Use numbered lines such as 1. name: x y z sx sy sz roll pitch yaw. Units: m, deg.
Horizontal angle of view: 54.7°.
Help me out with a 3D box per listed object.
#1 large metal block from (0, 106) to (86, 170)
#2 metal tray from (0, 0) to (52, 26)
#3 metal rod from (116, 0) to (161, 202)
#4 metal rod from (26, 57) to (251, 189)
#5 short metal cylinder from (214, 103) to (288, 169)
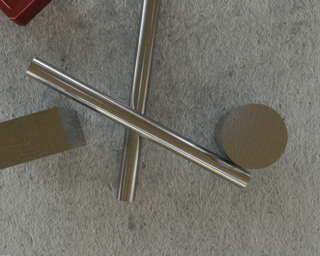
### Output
1. large metal block: -0.145 0.011 0.381 0.080 0.080 0.050 -16 90 0
2. metal tray: -0.199 -0.212 0.404 0.090 0.030 0.130 -44 91 0
3. metal rod: -0.026 -0.054 0.409 0.025 0.025 0.298 7 90 -1
4. metal rod: -0.018 -0.001 0.386 0.301 0.025 0.025 28 90 -10
5. short metal cylinder: 0.114 0.010 0.399 0.081 0.050 0.079 0 90 -1
